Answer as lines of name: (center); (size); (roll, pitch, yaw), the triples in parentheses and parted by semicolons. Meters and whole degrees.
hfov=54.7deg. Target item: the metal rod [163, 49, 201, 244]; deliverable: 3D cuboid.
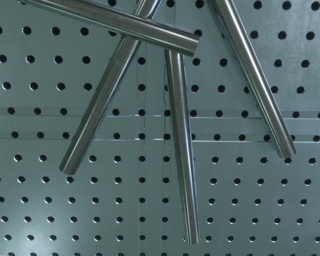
metal rod: (0.033, 0.031, 0.425); (0.025, 0.025, 0.298); (-7, 110, 2)

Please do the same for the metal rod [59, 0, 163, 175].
metal rod: (-0.058, -0.065, 0.388); (0.025, 0.025, 0.298); (27, 108, -10)

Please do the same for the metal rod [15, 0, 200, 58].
metal rod: (-0.103, -0.136, 0.343); (0.302, 0.025, 0.025); (18, 109, 0)

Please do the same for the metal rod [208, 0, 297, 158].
metal rod: (0.105, -0.088, 0.382); (0.025, 0.025, 0.299); (-27, 108, 9)
